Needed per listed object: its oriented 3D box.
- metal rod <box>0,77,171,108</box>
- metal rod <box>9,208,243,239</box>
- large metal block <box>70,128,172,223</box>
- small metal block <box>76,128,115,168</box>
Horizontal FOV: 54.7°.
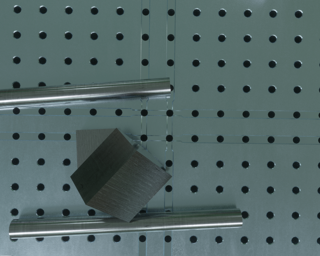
[{"bbox_3d":[-0.137,-0.044,0.412,0.302,0.025,0.025,-4,90,0],"label":"metal rod"},{"bbox_3d":[-0.044,0.127,0.412,0.302,0.025,0.025,-3,90,0],"label":"metal rod"},{"bbox_3d":[-0.045,0.060,0.379,0.080,0.080,0.050,-47,47,0],"label":"large metal block"},{"bbox_3d":[-0.083,0.026,0.413,0.050,0.025,0.050,-2,90,0],"label":"small metal block"}]
